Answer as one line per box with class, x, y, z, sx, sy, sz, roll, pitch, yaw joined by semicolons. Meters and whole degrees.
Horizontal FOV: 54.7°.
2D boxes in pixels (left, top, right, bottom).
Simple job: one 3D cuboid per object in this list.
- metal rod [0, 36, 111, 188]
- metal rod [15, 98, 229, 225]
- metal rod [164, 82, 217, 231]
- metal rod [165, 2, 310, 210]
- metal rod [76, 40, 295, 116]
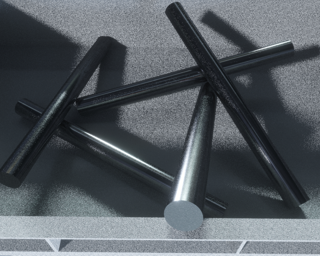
metal rod;-0.122;-0.047;0.416;0.025;0.025;0.300;8;42;7
metal rod;-0.061;0.031;0.377;0.301;0.025;0.025;25;54;19
metal rod;0.045;-0.005;0.331;0.025;0.025;0.301;10;26;8
metal rod;0.085;-0.042;0.386;0.025;0.025;0.299;-22;71;-18
metal rod;0.033;-0.069;0.427;0.302;0.025;0.025;-15;51;1
